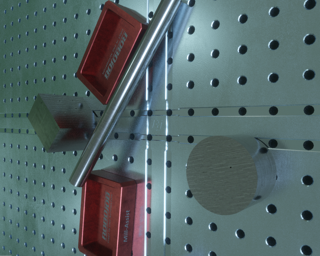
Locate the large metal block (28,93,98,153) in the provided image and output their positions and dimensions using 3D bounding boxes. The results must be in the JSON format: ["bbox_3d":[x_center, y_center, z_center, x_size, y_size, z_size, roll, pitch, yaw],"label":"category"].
[{"bbox_3d":[-0.151,-0.009,0.499,0.080,0.081,0.050,50,120,28],"label":"large metal block"}]

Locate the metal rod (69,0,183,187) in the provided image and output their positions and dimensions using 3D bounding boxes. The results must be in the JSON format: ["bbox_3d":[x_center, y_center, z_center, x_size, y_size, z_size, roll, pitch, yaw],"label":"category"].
[{"bbox_3d":[-0.054,-0.042,0.433,0.025,0.025,0.298,40,108,33],"label":"metal rod"}]

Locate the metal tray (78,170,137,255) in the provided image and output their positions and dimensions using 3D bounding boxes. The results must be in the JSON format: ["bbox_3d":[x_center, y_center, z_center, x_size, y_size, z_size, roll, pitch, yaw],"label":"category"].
[{"bbox_3d":[-0.083,0.137,0.474,0.090,0.030,0.129,8,95,39],"label":"metal tray"}]

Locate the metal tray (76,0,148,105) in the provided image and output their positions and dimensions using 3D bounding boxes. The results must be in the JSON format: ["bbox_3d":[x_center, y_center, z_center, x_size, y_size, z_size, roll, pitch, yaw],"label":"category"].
[{"bbox_3d":[-0.070,-0.110,0.463,0.090,0.030,0.129,44,116,31],"label":"metal tray"}]

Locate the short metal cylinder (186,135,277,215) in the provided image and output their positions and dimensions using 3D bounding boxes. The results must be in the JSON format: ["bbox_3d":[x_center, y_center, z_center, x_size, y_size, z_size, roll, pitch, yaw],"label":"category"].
[{"bbox_3d":[0.076,0.047,0.331,0.080,0.050,0.080,0,90,40],"label":"short metal cylinder"}]
